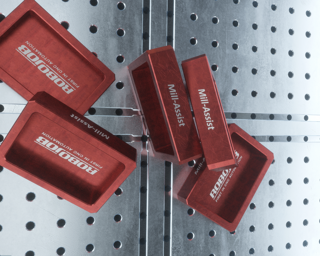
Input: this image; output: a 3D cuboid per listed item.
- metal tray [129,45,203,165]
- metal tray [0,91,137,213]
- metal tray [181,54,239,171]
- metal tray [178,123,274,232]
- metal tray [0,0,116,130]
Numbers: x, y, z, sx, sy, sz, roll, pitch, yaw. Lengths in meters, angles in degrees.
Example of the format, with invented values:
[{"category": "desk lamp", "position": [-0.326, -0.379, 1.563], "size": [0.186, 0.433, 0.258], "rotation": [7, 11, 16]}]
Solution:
[{"category": "metal tray", "position": [0.003, -0.025, 0.378], "size": [0.030, 0.090, 0.129], "rotation": [-18, 96, -18]}, {"category": "metal tray", "position": [-0.103, 0.031, 0.349], "size": [0.130, 0.030, 0.090], "rotation": [34, 110, -17]}, {"category": "metal tray", "position": [0.063, -0.014, 0.382], "size": [0.030, 0.090, 0.130], "rotation": [-16, 77, 13]}, {"category": "metal tray", "position": [0.096, 0.069, 0.445], "size": [0.090, 0.030, 0.130], "rotation": [36, 79, -17]}, {"category": "metal tray", "position": [-0.130, -0.070, 0.361], "size": [0.130, 0.030, 0.090], "rotation": [42, 77, -15]}]
